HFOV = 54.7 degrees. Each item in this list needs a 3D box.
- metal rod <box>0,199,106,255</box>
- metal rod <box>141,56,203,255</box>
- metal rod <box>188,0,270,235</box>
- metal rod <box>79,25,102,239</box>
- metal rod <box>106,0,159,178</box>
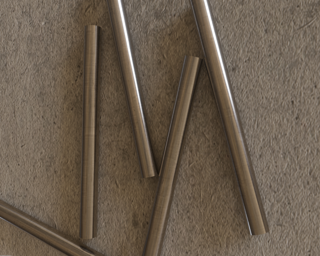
[{"bbox_3d":[-0.178,0.159,0.471,0.301,0.025,0.025,20,97,18],"label":"metal rod"},{"bbox_3d":[0.012,0.057,0.404,0.025,0.025,0.298,13,94,19],"label":"metal rod"},{"bbox_3d":[0.082,-0.022,0.379,0.025,0.025,0.298,-15,85,19],"label":"metal rod"},{"bbox_3d":[-0.099,0.006,0.444,0.025,0.025,0.298,2,91,20],"label":"metal rod"},{"bbox_3d":[-0.043,-0.082,0.424,0.025,0.025,0.298,-13,86,19],"label":"metal rod"}]
